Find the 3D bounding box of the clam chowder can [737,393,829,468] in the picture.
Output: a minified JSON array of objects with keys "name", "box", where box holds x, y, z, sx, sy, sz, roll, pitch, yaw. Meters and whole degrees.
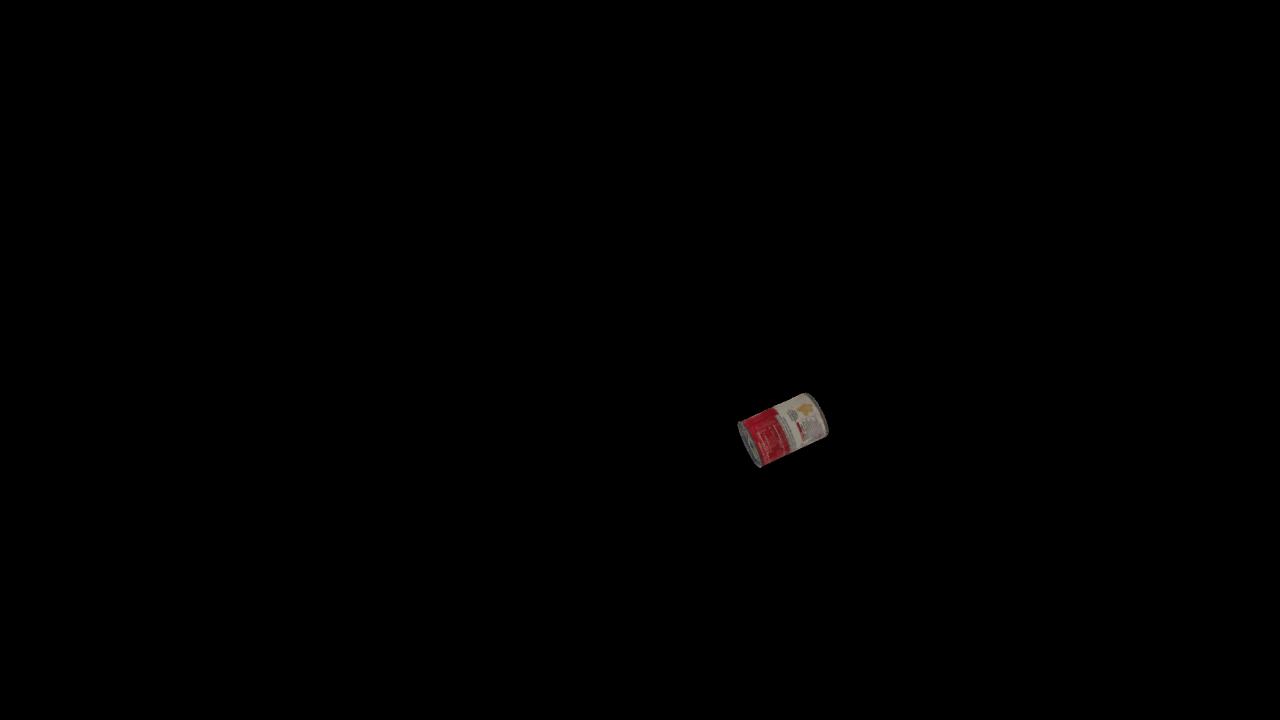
[{"name":"clam chowder can","box":[0.192,0.093,0.827,0.102,0.068,0.068,-24,1,-3]}]
